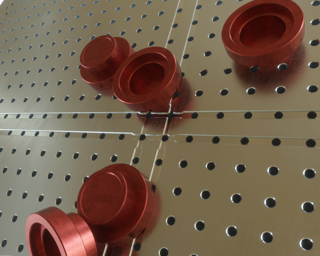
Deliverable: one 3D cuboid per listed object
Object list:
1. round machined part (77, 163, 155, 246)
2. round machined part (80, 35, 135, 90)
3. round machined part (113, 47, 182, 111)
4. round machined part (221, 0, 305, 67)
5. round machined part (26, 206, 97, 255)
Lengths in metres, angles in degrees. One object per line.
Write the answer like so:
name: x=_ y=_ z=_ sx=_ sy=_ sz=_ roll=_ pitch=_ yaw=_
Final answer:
round machined part: x=-0.060 y=0.088 z=0.373 sx=0.098 sy=0.042 sz=0.098 roll=-13 pitch=56 yaw=20
round machined part: x=-0.093 y=-0.115 z=0.514 sx=0.098 sy=0.042 sz=0.098 roll=-13 pitch=56 yaw=20
round machined part: x=-0.015 y=-0.065 z=0.444 sx=0.098 sy=0.042 sz=0.098 roll=-13 pitch=56 yaw=20
round machined part: x=0.133 y=-0.118 z=0.399 sx=0.098 sy=0.042 sz=0.098 roll=-13 pitch=56 yaw=20
round machined part: x=-0.108 y=0.135 z=0.348 sx=0.098 sy=0.042 sz=0.097 roll=12 pitch=109 yaw=41
